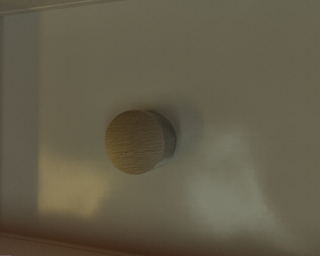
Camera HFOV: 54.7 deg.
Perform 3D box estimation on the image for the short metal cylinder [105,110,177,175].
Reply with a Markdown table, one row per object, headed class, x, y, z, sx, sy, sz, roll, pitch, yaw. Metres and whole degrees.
| class | x | y | z | sx | sy | sz | roll | pitch | yaw |
| --- | --- | --- | --- | --- | --- | --- | --- | --- | --- |
| short metal cylinder | -0.024 | 0.018 | 0.405 | 0.080 | 0.050 | 0.079 | 0 | 90 | 19 |
